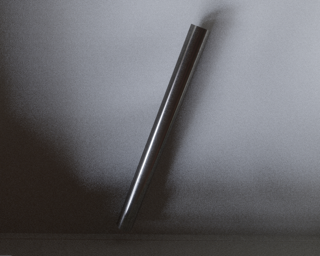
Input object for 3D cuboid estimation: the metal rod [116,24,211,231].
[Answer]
[{"bbox_3d":[-0.002,0.013,0.413,0.025,0.025,0.298,19,109,-7],"label":"metal rod"}]
